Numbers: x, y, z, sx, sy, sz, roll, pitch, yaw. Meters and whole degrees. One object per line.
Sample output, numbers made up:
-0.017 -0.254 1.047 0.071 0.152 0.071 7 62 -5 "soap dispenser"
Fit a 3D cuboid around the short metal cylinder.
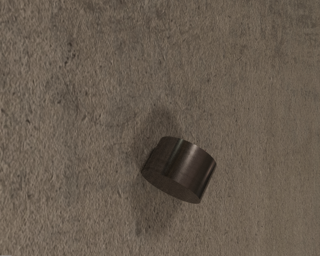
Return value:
0.024 0.054 0.392 0.080 0.080 0.050 44 64 -32 "short metal cylinder"
